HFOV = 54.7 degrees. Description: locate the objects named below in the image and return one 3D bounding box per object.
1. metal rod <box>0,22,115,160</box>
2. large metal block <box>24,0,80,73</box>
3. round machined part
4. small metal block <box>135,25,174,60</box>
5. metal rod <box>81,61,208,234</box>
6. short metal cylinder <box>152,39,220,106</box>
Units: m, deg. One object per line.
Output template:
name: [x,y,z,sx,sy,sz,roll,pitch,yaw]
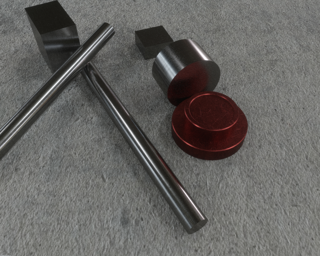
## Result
metal rod: [-0.153,-0.045,0.417,0.025,0.025,0.301,23,60,17]
large metal block: [-0.161,-0.137,0.481,0.050,0.080,0.080,-24,55,-19]
round machined part: [0.064,-0.010,0.402,0.099,0.042,0.098,0,50,0]
small metal block: [-0.010,-0.145,0.525,0.050,0.025,0.050,-17,52,-14]
metal rod: [-0.038,0.003,0.400,0.025,0.025,0.300,-25,55,-20]
short metal cylinder: [0.036,-0.075,0.431,0.081,0.080,0.050,-19,53,-16]
